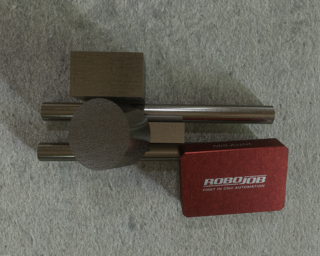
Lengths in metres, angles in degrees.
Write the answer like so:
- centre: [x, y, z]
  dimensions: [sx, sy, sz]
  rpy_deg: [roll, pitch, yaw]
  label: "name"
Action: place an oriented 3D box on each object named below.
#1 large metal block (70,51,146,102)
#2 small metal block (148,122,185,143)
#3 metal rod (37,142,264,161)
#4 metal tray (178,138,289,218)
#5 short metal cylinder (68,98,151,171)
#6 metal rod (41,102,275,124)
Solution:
- centre: [-0.060, -0.060, 0.383]
  dimensions: [0.081, 0.080, 0.050]
  rpy_deg: [1, 90, -1]
  label: "large metal block"
- centre: [0.004, 0.005, 0.398]
  dimensions: [0.050, 0.050, 0.025]
  rpy_deg: [1, 90, -1]
  label: "small metal block"
- centre: [-0.007, 0.031, 0.411]
  dimensions: [0.302, 0.025, 0.025]
  rpy_deg: [0, 90, -1]
  label: "metal rod"
- centre: [0.091, 0.063, 0.396]
  dimensions: [0.131, 0.030, 0.089]
  rpy_deg: [-4, 108, -2]
  label: "metal tray"
- centre: [-0.058, 0.008, 0.362]
  dimensions: [0.080, 0.050, 0.080]
  rpy_deg: [-1, 88, 23]
  label: "short metal cylinder"
- centre: [-0.002, -0.020, 0.411]
  dimensions: [0.302, 0.025, 0.025]
  rpy_deg: [1, 90, -1]
  label: "metal rod"
